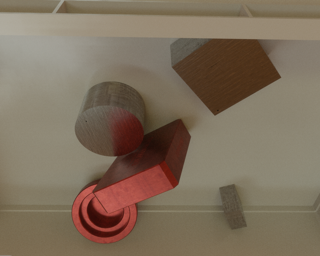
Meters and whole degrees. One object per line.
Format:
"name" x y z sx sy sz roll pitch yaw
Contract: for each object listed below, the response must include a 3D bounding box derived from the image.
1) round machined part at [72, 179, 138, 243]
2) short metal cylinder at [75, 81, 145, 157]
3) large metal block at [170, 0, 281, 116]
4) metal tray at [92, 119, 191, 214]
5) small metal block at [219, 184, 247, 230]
"round machined part" -0.084 0.126 0.486 0.099 0.042 0.097 0 99 -1
"short metal cylinder" -0.059 -0.010 0.383 0.081 0.050 0.079 0 130 0
"large metal block" 0.068 -0.072 0.332 0.080 0.050 0.080 -32 124 23
"metal tray" -0.015 0.040 0.373 0.090 0.130 0.030 -25 104 20
"small metal block" 0.119 0.128 0.504 0.025 0.050 0.050 -17 128 14
